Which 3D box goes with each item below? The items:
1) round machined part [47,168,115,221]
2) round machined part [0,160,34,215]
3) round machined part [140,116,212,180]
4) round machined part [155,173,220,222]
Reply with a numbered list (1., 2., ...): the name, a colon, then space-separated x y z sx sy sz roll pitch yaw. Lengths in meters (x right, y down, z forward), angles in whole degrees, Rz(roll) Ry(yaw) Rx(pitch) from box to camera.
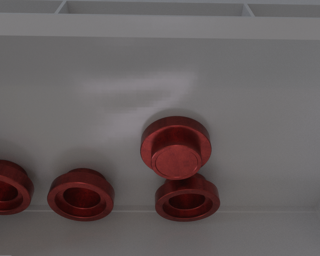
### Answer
1. round machined part: -0.119 0.100 0.482 0.099 0.042 0.097 0 130 0
2. round machined part: -0.241 0.085 0.467 0.099 0.042 0.097 -2 130 -2
3. round machined part: 0.022 0.034 0.427 0.099 0.042 0.097 0 130 0
4. round machined part: 0.041 0.104 0.482 0.099 0.042 0.097 -2 137 -1
